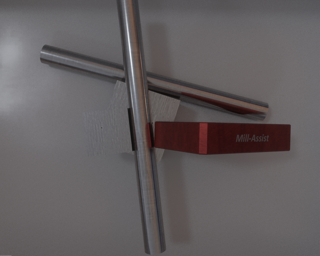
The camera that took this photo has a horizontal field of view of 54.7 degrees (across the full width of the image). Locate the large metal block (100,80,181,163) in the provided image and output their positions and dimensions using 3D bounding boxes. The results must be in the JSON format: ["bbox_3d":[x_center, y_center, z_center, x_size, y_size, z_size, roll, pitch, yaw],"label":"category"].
[{"bbox_3d":[-0.026,-0.008,0.397,0.080,0.050,0.080,18,90,-1],"label":"large metal block"}]

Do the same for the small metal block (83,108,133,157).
[{"bbox_3d":[-0.059,0.005,0.359,0.050,0.025,0.050,-6,90,-1],"label":"small metal block"}]

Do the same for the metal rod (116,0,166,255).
[{"bbox_3d":[-0.022,-0.006,0.360,0.025,0.025,0.298,-6,90,0],"label":"metal rod"}]

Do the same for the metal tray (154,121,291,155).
[{"bbox_3d":[0.071,0.009,0.352,0.131,0.090,0.030,1,91,-32],"label":"metal tray"}]

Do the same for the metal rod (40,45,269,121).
[{"bbox_3d":[-0.007,-0.060,0.410,0.302,0.025,0.025,15,90,-1],"label":"metal rod"}]
